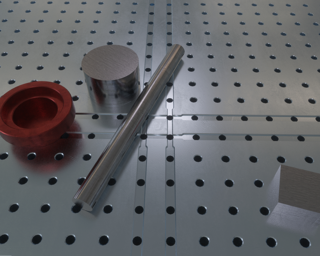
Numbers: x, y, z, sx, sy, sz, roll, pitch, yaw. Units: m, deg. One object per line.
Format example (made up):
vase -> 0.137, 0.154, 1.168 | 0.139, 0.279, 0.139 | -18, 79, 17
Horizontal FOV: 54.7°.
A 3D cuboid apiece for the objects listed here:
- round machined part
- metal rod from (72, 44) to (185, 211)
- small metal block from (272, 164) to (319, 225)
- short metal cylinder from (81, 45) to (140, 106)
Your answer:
round machined part -> -0.161, -0.014, 0.407 | 0.099, 0.042, 0.098 | 0, 50, 0
metal rod -> -0.028, -0.023, 0.426 | 0.025, 0.025, 0.301 | 18, 52, 14
small metal block -> 0.156, 0.074, 0.347 | 0.050, 0.025, 0.050 | 13, 51, 11
short metal cylinder -> -0.070, -0.078, 0.456 | 0.081, 0.050, 0.080 | 0, 50, 0
